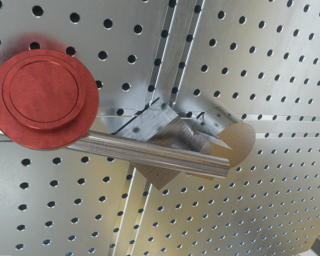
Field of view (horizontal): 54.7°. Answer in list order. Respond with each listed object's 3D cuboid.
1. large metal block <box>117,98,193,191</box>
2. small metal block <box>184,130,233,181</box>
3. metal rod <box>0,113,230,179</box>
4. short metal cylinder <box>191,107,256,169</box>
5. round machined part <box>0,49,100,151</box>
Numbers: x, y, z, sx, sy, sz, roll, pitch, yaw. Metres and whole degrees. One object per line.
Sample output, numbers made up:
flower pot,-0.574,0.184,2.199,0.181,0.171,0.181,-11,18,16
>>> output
large metal block,-0.001,0.022,0.407,0.080,0.050,0.080,-40,130,-2
small metal block,0.057,0.036,0.399,0.050,0.025,0.050,20,108,-36
metal rod,-0.065,0.017,0.331,0.302,0.025,0.025,13,113,-16
short metal cylinder,0.092,0.015,0.457,0.081,0.050,0.079,-14,125,-21
round machined part,-0.107,-0.029,0.290,0.099,0.042,0.097,3,79,-17
